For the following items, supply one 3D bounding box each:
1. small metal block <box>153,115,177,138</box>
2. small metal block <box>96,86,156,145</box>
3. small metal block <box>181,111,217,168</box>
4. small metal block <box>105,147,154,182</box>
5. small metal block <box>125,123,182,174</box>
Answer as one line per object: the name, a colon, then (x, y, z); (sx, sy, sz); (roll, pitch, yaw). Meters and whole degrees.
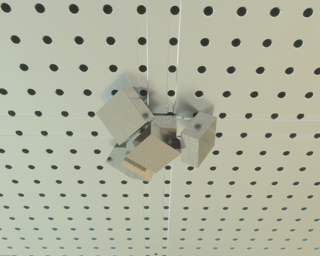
small metal block: (-0.004, 0.010, 0.420); (0.050, 0.025, 0.050); (1, 133, -1)
small metal block: (-0.042, -0.015, 0.382); (0.050, 0.025, 0.050); (-39, 85, 28)
small metal block: (0.050, 0.015, 0.404); (0.025, 0.050, 0.050); (21, 136, 26)
small metal block: (-0.041, 0.051, 0.438); (0.050, 0.025, 0.050); (37, 158, -27)
small metal block: (-0.009, 0.026, 0.400); (0.050, 0.025, 0.050); (33, 122, -26)
